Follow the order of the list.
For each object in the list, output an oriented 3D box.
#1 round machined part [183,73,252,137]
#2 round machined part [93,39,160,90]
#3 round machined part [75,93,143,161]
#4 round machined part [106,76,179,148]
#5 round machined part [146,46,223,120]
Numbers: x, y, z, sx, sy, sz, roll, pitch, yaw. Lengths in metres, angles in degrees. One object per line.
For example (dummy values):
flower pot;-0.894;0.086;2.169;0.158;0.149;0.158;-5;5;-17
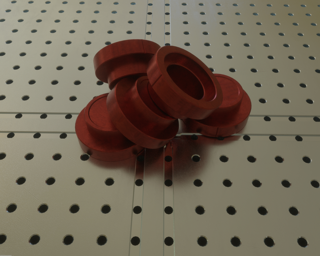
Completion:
round machined part;0.077;-0.038;0.429;0.099;0.042;0.098;0;50;0
round machined part;-0.041;-0.080;0.433;0.099;0.098;0.042;-10;77;-8
round machined part;-0.061;-0.009;0.403;0.099;0.042;0.098;0;50;0
round machined part;-0.013;-0.026;0.388;0.098;0.042;0.098;28;39;-25
round machined part;0.025;-0.050;0.376;0.099;0.042;0.098;24;43;-24
